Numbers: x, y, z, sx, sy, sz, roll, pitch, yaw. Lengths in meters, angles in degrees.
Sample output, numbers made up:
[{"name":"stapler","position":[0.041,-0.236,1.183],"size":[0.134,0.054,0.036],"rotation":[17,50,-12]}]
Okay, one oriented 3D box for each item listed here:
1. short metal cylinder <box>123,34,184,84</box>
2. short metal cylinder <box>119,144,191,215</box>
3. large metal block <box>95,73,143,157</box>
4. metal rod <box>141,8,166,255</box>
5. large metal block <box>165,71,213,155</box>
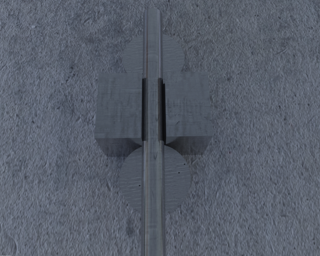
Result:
[{"name":"short metal cylinder","position":[-0.008,-0.082,0.426],"size":[0.081,0.050,0.080],"rotation":[0,69,0]},{"name":"short metal cylinder","position":[-0.006,0.065,0.373],"size":[0.081,0.050,0.080],"rotation":[0,69,0]},{"name":"large metal block","position":[-0.046,-0.013,0.384],"size":[0.050,0.080,0.080],"rotation":[-1,70,0]},{"name":"metal rod","position":[-0.008,-0.010,0.359],"size":[0.025,0.025,0.299],"rotation":[-1,70,0]},{"name":"large metal block","position":[0.031,-0.015,0.386],"size":[0.050,0.080,0.080],"rotation":[-1,70,0]}]
